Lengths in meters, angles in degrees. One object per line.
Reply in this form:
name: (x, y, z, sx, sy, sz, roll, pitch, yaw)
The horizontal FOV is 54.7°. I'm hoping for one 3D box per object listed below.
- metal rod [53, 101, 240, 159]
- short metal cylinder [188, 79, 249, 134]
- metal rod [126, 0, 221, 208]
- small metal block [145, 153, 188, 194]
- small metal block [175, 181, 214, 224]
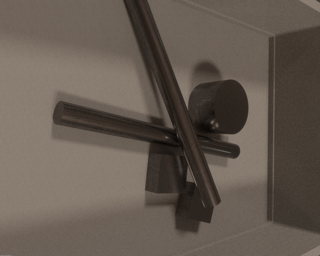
metal rod: (0.009, 0.011, 0.415, 0.302, 0.025, 0.025, 14, 82, -39)
short metal cylinder: (0.089, -0.031, 0.467, 0.081, 0.050, 0.079, 0, 90, -40)
metal rod: (0.017, -0.037, 0.397, 0.025, 0.025, 0.298, -27, 99, -37)
small metal block: (0.010, 0.061, 0.417, 0.050, 0.025, 0.050, 10, 84, -40)
small metal block: (0.054, 0.109, 0.455, 0.050, 0.025, 0.050, 25, 74, -38)
